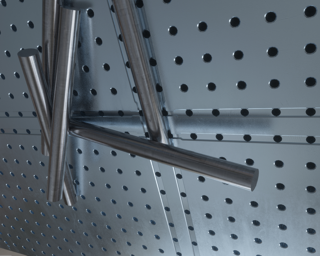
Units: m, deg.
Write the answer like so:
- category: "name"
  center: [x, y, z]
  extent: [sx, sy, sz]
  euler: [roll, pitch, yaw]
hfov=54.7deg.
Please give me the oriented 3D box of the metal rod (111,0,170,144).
- category: "metal rod"
  center: [-0.029, -0.094, 0.366]
  extent: [0.025, 0.025, 0.298]
  euler: [0, 119, 28]

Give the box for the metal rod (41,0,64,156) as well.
- category: "metal rod"
  center: [-0.157, -0.075, 0.445]
  extent: [0.025, 0.025, 0.298]
  euler: [26, 127, 12]

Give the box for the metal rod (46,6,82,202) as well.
- category: "metal rod"
  center: [-0.141, -0.017, 0.442]
  extent: [0.025, 0.025, 0.298]
  euler: [22, 117, 15]

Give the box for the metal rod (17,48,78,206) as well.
- category: "metal rod"
  center: [-0.167, 0.020, 0.486]
  extent: [0.025, 0.025, 0.298]
  euler: [16, 132, 19]

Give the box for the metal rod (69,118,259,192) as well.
- category: "metal rod"
  center: [-0.024, 0.025, 0.407]
  extent: [0.300, 0.025, 0.025]
  euler: [13, 125, 31]
